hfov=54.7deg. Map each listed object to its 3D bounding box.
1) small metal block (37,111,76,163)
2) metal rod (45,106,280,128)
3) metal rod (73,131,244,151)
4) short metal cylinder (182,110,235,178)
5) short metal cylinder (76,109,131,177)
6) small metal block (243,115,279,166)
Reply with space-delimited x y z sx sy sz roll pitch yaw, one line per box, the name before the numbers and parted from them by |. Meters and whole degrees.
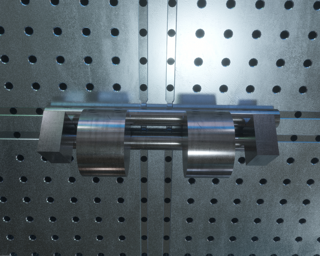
small metal block | -0.125 0.013 0.380 0.025 0.050 0.050 1 68 0
metal rod | 0.003 -0.015 0.408 0.302 0.025 0.025 1 110 -1
metal rod | 0.000 0.018 0.420 0.302 0.025 0.025 1 110 -1
short metal cylinder | 0.055 0.019 0.368 0.050 0.080 0.079 1 110 0
short metal cylinder | -0.063 0.017 0.366 0.050 0.080 0.079 1 110 0
small metal block | 0.123 0.016 0.383 0.025 0.050 0.050 1 69 0
